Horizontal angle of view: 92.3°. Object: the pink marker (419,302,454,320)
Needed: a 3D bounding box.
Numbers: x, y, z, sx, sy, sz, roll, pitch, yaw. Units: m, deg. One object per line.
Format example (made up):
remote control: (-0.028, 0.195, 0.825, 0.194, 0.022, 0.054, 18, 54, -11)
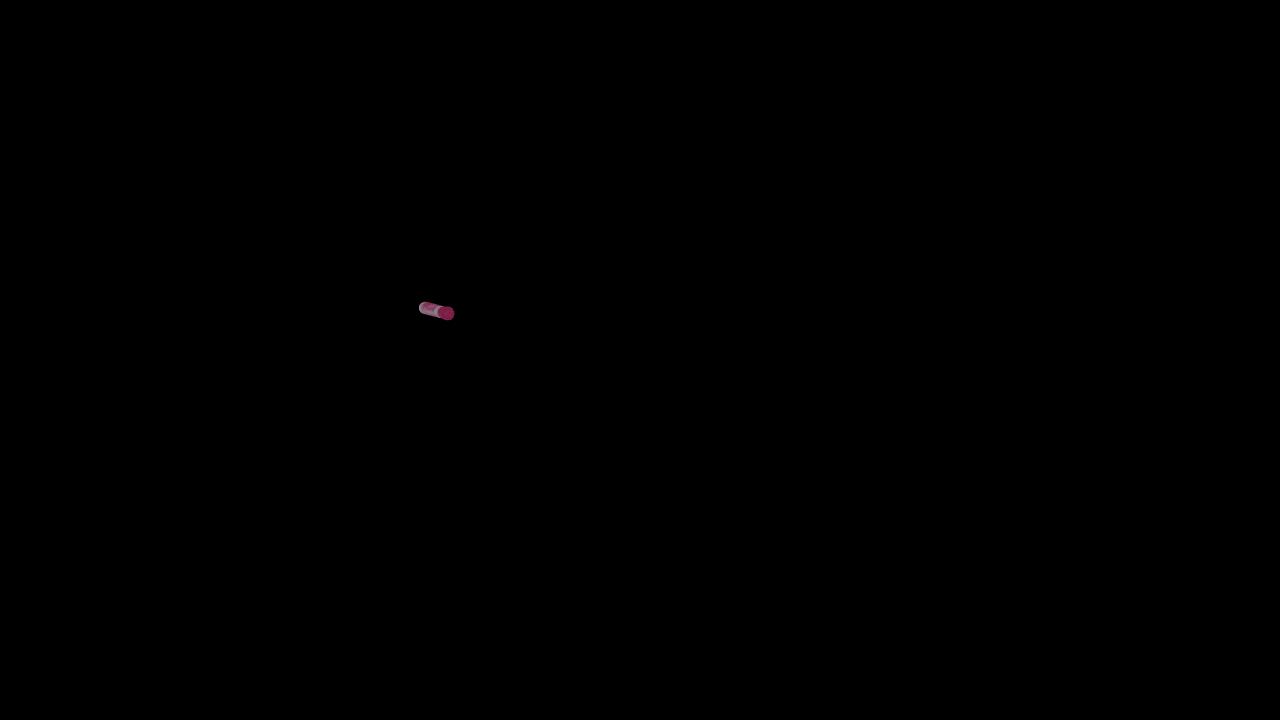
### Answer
pink marker: (-0.291, -0.070, 0.879, 0.020, 0.020, 0.121, 0, 8, -34)
